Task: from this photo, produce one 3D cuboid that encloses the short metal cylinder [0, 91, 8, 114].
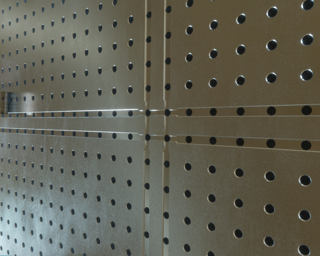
[{"bbox_3d":[-0.378,-0.058,0.681,0.080,0.081,0.050,6,94,39],"label":"short metal cylinder"}]
